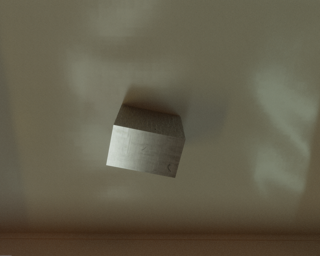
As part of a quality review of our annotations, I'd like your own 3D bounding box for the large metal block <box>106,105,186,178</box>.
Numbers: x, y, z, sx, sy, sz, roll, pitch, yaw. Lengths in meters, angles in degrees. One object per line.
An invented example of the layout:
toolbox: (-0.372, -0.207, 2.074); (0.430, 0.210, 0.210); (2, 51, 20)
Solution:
large metal block: (-0.017, 0.013, 0.384); (0.081, 0.080, 0.050); (11, 110, -5)
